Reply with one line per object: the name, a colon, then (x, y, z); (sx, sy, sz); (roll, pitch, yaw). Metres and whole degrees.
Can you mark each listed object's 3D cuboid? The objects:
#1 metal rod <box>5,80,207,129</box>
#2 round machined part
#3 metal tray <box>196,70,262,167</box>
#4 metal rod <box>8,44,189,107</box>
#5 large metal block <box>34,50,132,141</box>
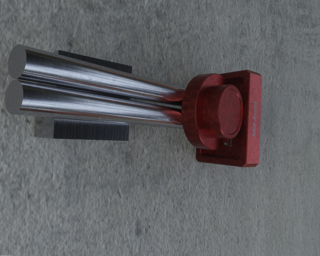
metal rod: (-0.012, -0.015, 0.339); (0.302, 0.025, 0.025); (5, 87, -53)
round machined part: (0.073, -0.021, 0.395); (0.099, 0.042, 0.097); (-4, 96, -51)
metal tray: (0.097, -0.012, 0.447); (0.030, 0.090, 0.129); (5, 87, -40)
metal rod: (-0.011, -0.041, 0.340); (0.302, 0.025, 0.025); (4, 88, -53)
large metal block: (-0.078, -0.028, 0.321); (0.081, 0.050, 0.080); (4, 87, -40)
